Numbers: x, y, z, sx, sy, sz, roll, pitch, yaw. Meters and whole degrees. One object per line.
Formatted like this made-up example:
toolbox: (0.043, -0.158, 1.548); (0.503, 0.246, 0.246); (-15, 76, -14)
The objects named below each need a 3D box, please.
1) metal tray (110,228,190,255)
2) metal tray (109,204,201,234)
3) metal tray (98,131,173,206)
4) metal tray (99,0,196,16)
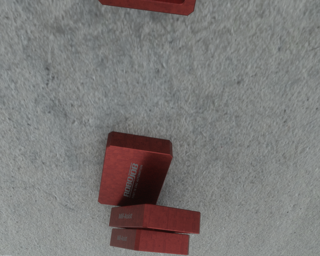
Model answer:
metal tray: (-0.021, 0.189, 0.518); (0.091, 0.030, 0.129); (14, 158, -22)
metal tray: (-0.011, 0.139, 0.470); (0.091, 0.030, 0.130); (16, 157, -26)
metal tray: (-0.040, 0.068, 0.461); (0.091, 0.030, 0.129); (9, 130, -9)
metal tray: (-0.005, -0.168, 0.260); (0.091, 0.030, 0.129); (5, 130, -5)
